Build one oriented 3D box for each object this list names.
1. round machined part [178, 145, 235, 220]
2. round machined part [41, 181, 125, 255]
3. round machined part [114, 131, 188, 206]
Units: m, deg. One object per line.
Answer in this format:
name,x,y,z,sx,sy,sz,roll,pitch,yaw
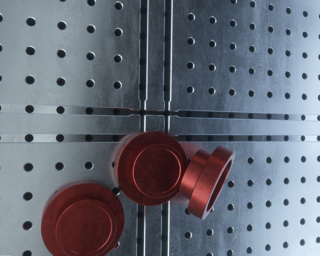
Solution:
round machined part,0.059,0.067,0.408,0.042,0.098,0.098,25,80,20
round machined part,-0.090,0.115,0.371,0.099,0.042,0.097,0,90,-21
round machined part,-0.007,0.053,0.402,0.099,0.042,0.097,0,90,-21
